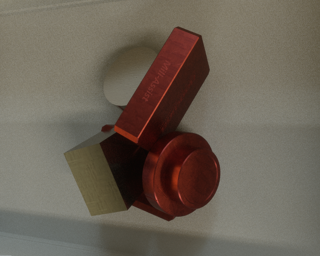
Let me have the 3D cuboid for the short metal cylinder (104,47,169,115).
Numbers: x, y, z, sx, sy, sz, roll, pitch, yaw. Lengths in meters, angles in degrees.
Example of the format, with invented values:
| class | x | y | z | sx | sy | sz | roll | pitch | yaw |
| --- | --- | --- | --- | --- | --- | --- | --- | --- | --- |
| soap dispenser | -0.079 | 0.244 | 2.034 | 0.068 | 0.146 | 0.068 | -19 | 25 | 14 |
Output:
| class | x | y | z | sx | sy | sz | roll | pitch | yaw |
| --- | --- | --- | --- | --- | --- | --- | --- | --- | --- |
| short metal cylinder | -0.023 | -0.053 | 0.387 | 0.080 | 0.050 | 0.080 | -13 | 61 | 26 |

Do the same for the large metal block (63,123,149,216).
| class | x | y | z | sx | sy | sz | roll | pitch | yaw |
| --- | --- | --- | --- | --- | --- | --- | --- | --- | --- |
| large metal block | -0.057 | 0.047 | 0.374 | 0.050 | 0.080 | 0.080 | -16 | 101 | 25 |

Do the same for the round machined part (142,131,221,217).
| class | x | y | z | sx | sy | sz | roll | pitch | yaw |
| --- | --- | --- | --- | --- | --- | --- | --- | --- | --- |
| round machined part | 0.031 | 0.054 | 0.355 | 0.042 | 0.099 | 0.097 | 8 | 93 | 50 |

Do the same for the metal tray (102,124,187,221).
| class | x | y | z | sx | sy | sz | roll | pitch | yaw |
| --- | --- | --- | --- | --- | --- | --- | --- | --- | --- |
| metal tray | -0.026 | 0.056 | 0.413 | 0.130 | 0.030 | 0.089 | 18 | 96 | 19 |

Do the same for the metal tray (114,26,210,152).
| class | x | y | z | sx | sy | sz | roll | pitch | yaw |
| --- | --- | --- | --- | --- | --- | --- | --- | --- | --- |
| metal tray | 0.008 | -0.036 | 0.354 | 0.030 | 0.090 | 0.130 | 28 | 84 | 20 |
